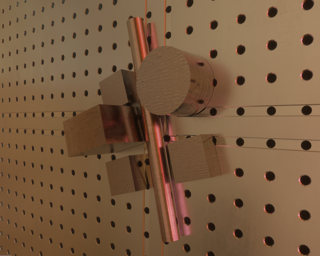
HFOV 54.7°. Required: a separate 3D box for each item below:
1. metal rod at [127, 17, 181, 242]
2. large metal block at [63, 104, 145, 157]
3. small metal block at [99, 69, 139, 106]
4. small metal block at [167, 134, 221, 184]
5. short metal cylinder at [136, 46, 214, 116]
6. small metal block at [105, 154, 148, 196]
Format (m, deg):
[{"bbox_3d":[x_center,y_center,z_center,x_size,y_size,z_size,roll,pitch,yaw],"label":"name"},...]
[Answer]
[{"bbox_3d":[-0.010,-0.004,0.415,0.025,0.025,0.298,-16,80,38],"label":"metal rod"},{"bbox_3d":[-0.074,0.005,0.430,0.080,0.081,0.050,-19,78,38],"label":"large metal block"},{"bbox_3d":[-0.060,-0.052,0.456,0.050,0.025,0.050,-22,76,37],"label":"small metal block"},{"bbox_3d":[0.041,0.037,0.374,0.050,0.025,0.050,-19,78,38],"label":"small metal block"},{"bbox_3d":[0.018,-0.055,0.376,0.080,0.050,0.079,0,90,39],"label":"short metal cylinder"},{"bbox_3d":[-0.049,0.068,0.447,0.050,0.025,0.050,-20,78,38],"label":"small metal block"}]
